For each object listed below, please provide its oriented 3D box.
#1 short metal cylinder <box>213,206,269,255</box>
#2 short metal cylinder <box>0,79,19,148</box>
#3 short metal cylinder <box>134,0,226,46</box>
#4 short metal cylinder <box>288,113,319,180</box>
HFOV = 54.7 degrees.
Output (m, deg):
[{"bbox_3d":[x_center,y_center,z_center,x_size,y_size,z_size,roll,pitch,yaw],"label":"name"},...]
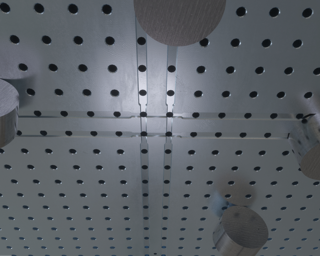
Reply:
[{"bbox_3d":[0.137,0.182,0.531,0.081,0.080,0.050,9,130,-8],"label":"short metal cylinder"},{"bbox_3d":[-0.208,-0.018,0.358,0.081,0.080,0.050,14,129,-12],"label":"short metal cylinder"},{"bbox_3d":[0.017,-0.124,0.289,0.081,0.050,0.079,0,130,0],"label":"short metal cylinder"},{"bbox_3d":[0.223,0.026,0.419,0.081,0.050,0.079,0,130,0],"label":"short metal cylinder"}]
